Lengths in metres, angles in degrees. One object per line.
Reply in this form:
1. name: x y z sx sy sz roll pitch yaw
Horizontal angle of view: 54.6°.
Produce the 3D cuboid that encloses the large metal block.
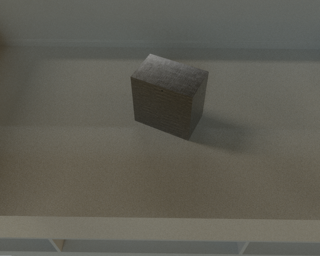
1. large metal block: 0.012 -0.039 0.403 0.080 0.080 0.050 21 53 16
